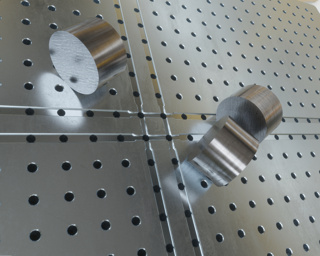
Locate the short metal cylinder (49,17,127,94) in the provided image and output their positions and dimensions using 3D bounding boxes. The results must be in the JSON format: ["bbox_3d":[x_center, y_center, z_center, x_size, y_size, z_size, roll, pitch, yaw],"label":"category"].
[{"bbox_3d":[-0.088,-0.088,0.380,0.080,0.080,0.050,45,51,2],"label":"short metal cylinder"}]

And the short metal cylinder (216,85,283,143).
[{"bbox_3d":[0.131,-0.018,0.457,0.050,0.080,0.080,-32,80,-38],"label":"short metal cylinder"}]

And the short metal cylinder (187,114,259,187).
[{"bbox_3d":[0.080,0.029,0.401,0.050,0.080,0.080,41,51,-1],"label":"short metal cylinder"}]
